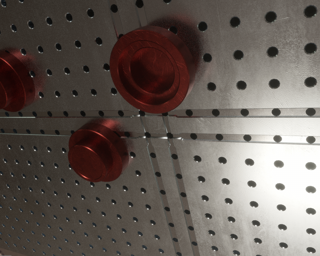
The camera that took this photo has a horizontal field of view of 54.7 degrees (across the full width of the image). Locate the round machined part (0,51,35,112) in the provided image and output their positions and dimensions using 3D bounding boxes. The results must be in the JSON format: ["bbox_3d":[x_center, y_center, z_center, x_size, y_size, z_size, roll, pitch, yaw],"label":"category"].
[{"bbox_3d":[-0.251,-0.068,0.488,0.098,0.042,0.097,13,124,20],"label":"round machined part"}]

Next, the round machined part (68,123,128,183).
[{"bbox_3d":[-0.102,0.045,0.480,0.098,0.042,0.097,13,124,20],"label":"round machined part"}]

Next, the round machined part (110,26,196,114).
[{"bbox_3d":[-0.005,-0.069,0.359,0.098,0.042,0.097,13,124,20],"label":"round machined part"}]
